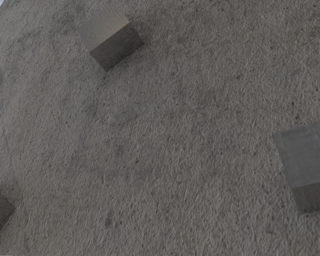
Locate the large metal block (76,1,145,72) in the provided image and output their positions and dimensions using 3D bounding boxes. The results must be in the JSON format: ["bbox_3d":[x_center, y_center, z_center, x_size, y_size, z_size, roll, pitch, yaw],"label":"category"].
[{"bbox_3d":[-0.085,-0.156,0.529,0.080,0.050,0.080,-36,51,4],"label":"large metal block"}]

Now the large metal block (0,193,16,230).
[{"bbox_3d":[-0.275,0.128,0.454,0.080,0.050,0.080,22,74,36],"label":"large metal block"}]

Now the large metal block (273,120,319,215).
[{"bbox_3d":[0.152,0.032,0.269,0.080,0.080,0.050,-18,55,18],"label":"large metal block"}]
